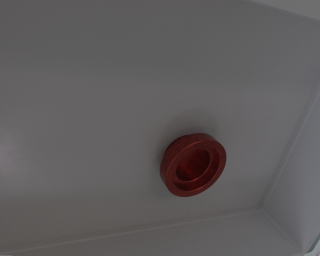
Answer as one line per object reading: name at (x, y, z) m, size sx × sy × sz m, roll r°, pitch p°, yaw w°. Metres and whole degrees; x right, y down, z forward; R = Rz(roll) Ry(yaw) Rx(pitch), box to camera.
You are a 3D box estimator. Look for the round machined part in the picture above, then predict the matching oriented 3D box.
round machined part at (0.044, 0.049, 0.451) m, size 0.099 × 0.042 × 0.097 m, roll -14°, pitch 124°, yaw -21°
